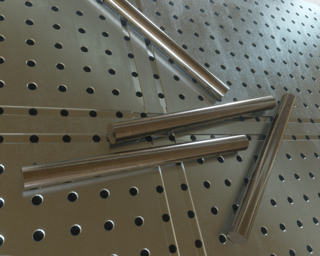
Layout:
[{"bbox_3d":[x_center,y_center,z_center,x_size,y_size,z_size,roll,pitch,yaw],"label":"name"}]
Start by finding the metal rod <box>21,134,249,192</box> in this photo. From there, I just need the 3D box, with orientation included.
[{"bbox_3d":[-0.006,0.036,0.382,0.302,0.025,0.025,-6,65,-31],"label":"metal rod"}]

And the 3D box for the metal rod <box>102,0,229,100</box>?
[{"bbox_3d":[-0.012,-0.151,0.493,0.300,0.025,0.025,40,51,-1],"label":"metal rod"}]

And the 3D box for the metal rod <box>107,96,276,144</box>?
[{"bbox_3d":[0.066,-0.019,0.454,0.302,0.025,0.025,-11,68,-33],"label":"metal rod"}]

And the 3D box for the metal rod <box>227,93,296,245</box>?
[{"bbox_3d":[0.164,0.041,0.470,0.025,0.025,0.301,39,51,-2],"label":"metal rod"}]
